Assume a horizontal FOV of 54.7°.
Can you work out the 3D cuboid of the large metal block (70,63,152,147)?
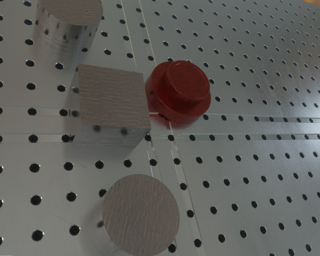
[{"bbox_3d":[-0.062,-0.025,0.374,0.081,0.050,0.080,4,60,-26],"label":"large metal block"}]

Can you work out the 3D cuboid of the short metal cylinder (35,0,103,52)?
[{"bbox_3d":[-0.123,-0.150,0.417,0.081,0.050,0.080,14,56,-21],"label":"short metal cylinder"}]

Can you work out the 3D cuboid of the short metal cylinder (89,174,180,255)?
[{"bbox_3d":[-0.027,0.094,0.320,0.081,0.050,0.080,14,56,-21],"label":"short metal cylinder"}]

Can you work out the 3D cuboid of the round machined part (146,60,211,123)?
[{"bbox_3d":[0.033,-0.059,0.451,0.099,0.042,0.098,14,56,-21],"label":"round machined part"}]
